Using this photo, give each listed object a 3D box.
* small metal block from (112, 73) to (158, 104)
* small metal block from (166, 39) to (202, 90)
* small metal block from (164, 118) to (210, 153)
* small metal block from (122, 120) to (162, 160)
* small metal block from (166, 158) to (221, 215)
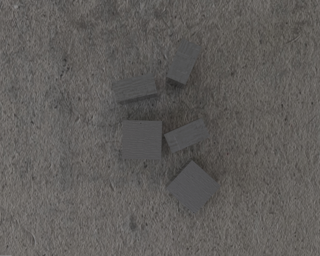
[{"bbox_3d":[-0.030,-0.049,0.397,0.050,0.050,0.025,-13,90,0],"label":"small metal block"},{"bbox_3d":[0.029,-0.080,0.397,0.025,0.050,0.050,23,90,0],"label":"small metal block"},{"bbox_3d":[0.033,0.009,0.398,0.050,0.050,0.025,-24,90,0],"label":"small metal block"},{"bbox_3d":[-0.023,0.015,0.410,0.050,0.025,0.050,1,90,0],"label":"small metal block"},{"bbox_3d":[0.043,0.076,0.410,0.050,0.025,0.050,42,90,0],"label":"small metal block"}]
